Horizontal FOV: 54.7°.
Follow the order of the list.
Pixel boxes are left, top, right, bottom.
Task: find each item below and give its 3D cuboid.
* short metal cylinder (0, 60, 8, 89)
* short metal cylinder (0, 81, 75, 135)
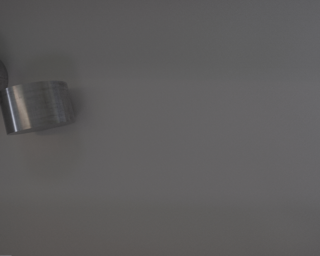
[{"bbox_3d":[-0.247,-0.066,0.397,0.081,0.050,0.080,0,90,0],"label":"short metal cylinder"},{"bbox_3d":[-0.151,-0.024,0.383,0.080,0.080,0.050,-12,90,0],"label":"short metal cylinder"}]
